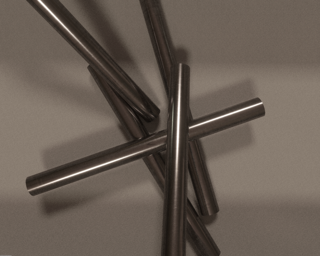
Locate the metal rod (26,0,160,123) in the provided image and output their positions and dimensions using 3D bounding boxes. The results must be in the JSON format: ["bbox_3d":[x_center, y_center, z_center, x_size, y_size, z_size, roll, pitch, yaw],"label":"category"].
[{"bbox_3d":[-0.101,-0.112,0.342,0.025,0.025,0.300,-44,118,0],"label":"metal rod"}]

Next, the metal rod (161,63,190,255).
[{"bbox_3d":[0.017,0.065,0.336,0.025,0.025,0.299,4,69,0],"label":"metal rod"}]

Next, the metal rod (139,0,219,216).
[{"bbox_3d":[0.025,-0.031,0.411,0.025,0.025,0.298,-16,90,0],"label":"metal rod"}]

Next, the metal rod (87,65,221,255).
[{"bbox_3d":[-0.008,0.043,0.411,0.025,0.025,0.299,-31,90,0],"label":"metal rod"}]

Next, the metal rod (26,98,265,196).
[{"bbox_3d":[-0.017,0.023,0.385,0.302,0.025,0.025,-19,90,-1],"label":"metal rod"}]
